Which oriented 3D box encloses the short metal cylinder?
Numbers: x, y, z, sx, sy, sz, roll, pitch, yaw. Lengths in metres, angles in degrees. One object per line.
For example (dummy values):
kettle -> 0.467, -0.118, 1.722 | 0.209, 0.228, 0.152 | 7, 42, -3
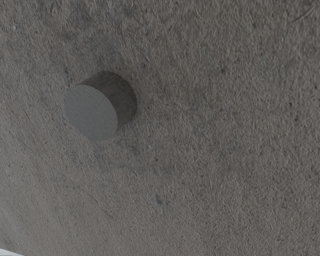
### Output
short metal cylinder -> -0.078, -0.030, 0.414 | 0.080, 0.050, 0.080 | 13, 124, 21
